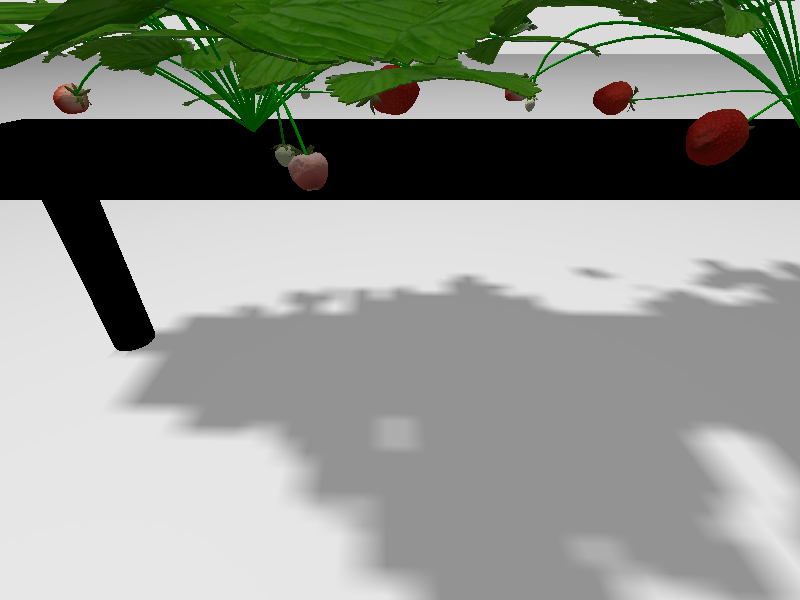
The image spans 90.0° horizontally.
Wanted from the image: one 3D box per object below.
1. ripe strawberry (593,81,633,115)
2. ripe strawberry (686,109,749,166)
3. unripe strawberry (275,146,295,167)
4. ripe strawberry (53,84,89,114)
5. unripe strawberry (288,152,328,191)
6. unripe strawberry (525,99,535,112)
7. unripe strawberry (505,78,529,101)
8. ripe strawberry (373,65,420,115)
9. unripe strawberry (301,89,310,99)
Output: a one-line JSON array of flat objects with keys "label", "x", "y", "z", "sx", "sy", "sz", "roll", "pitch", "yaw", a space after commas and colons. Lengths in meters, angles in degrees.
[{"label": "ripe strawberry", "x": 0.205, "y": -0.195, "z": 0.388, "sx": 0.034, "sy": 0.029, "sz": 0.034, "roll": 19, "pitch": 38, "yaw": 28}, {"label": "ripe strawberry", "x": 0.182, "y": -0.094, "z": 0.233, "sx": 0.032, "sy": 0.031, "sz": 0.030, "roll": -21, "pitch": 39, "yaw": -28}, {"label": "unripe strawberry", "x": -0.063, "y": -0.079, "z": 0.219, "sx": 0.011, "sy": 0.011, "sz": 0.010, "roll": -14, "pitch": 36, "yaw": -21}, {"label": "ripe strawberry", "x": -0.324, "y": -0.197, "z": 0.393, "sx": 0.030, "sy": 0.025, "sz": 0.030, "roll": -4, "pitch": 28, "yaw": 29}, {"label": "unripe strawberry", "x": -0.044, "y": -0.062, "z": 0.195, "sx": 0.019, "sy": 0.017, "sz": 0.017, "roll": -15, "pitch": 3, "yaw": -22}, {"label": "unripe strawberry", "x": 0.120, "y": -0.180, "z": 0.369, "sx": 0.010, "sy": 0.011, "sz": 0.011, "roll": 8, "pitch": 34, "yaw": 13}, {"label": "unripe strawberry", "x": 0.138, "y": -0.248, "z": 0.472, "sx": 0.031, "sy": 0.027, "sz": 0.031, "roll": -30, "pitch": 9, "yaw": -38}, {"label": "ripe strawberry", "x": -0.005, "y": -0.200, "z": 0.381, "sx": 0.049, "sy": 0.042, "sz": 0.049, "roll": -20, "pitch": 38, "yaw": -29}, {"label": "unripe strawberry", "x": -0.105, "y": -0.229, "z": 0.444, "sx": 0.011, "sy": 0.010, "sz": 0.010, "roll": 3, "pitch": 33, "yaw": 5}]
